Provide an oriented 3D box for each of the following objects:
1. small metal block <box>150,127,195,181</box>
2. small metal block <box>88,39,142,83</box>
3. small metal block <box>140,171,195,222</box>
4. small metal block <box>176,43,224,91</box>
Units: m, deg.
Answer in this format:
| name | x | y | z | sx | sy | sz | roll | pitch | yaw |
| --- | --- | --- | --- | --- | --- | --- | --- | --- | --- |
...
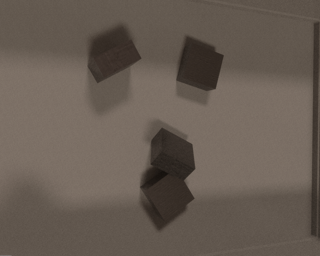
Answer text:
| name | x | y | z | sx | sy | sz | roll | pitch | yaw |
| --- | --- | --- | --- | --- | --- | --- | --- | --- | --- |
| small metal block | 0.016 | 0.033 | 0.402 | 0.050 | 0.050 | 0.025 | 29 | 120 | -18 |
| small metal block | -0.057 | -0.080 | 0.377 | 0.050 | 0.050 | 0.025 | -32 | 101 | -18 |
| small metal block | 0.010 | 0.087 | 0.415 | 0.050 | 0.025 | 0.050 | -34 | 101 | -17 |
| small metal block | 0.056 | -0.084 | 0.432 | 0.050 | 0.025 | 0.050 | 16 | 85 | -20 |
